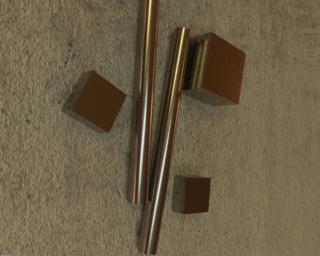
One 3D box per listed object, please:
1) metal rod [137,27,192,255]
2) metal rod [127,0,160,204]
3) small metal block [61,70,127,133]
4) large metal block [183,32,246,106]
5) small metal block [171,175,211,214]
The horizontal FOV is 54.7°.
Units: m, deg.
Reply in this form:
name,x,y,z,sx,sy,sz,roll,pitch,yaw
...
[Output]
name,x,y,z,sx,sy,sz,roll,pitch,yaw
metal rod,0.008,0.011,0.413,0.025,0.025,0.298,16,80,-39
metal rod,-0.019,-0.057,0.390,0.025,0.025,0.298,6,86,-40
small metal block,-0.072,-0.028,0.346,0.050,0.025,0.050,36,68,-35
large metal block,0.077,-0.082,0.455,0.081,0.050,0.080,17,79,-39
small metal block,0.045,0.095,0.445,0.050,0.025,0.050,9,85,-40
